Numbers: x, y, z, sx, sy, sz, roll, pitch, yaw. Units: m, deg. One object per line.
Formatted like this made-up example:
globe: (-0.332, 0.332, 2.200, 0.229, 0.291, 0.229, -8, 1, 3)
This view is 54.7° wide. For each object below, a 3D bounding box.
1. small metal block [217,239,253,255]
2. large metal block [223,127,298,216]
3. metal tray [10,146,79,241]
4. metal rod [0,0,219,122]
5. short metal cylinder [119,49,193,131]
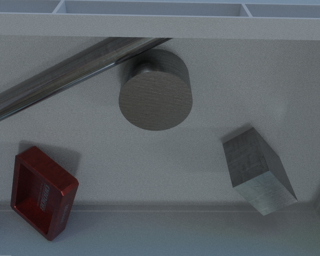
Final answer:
small metal block: (0.153, 0.256, 0.632, 0.050, 0.025, 0.050, 20, 127, -17)
large metal block: (0.136, 0.060, 0.426, 0.050, 0.080, 0.080, -33, 123, 24)
metal tray: (-0.175, 0.100, 0.459, 0.090, 0.030, 0.129, 35, 128, 12)
metal rod: (-0.081, -0.069, 0.348, 0.300, 0.025, 0.025, -22, 127, 17)
short metal cylinder: (-0.005, -0.043, 0.356, 0.081, 0.050, 0.079, 0, 130, 0)
